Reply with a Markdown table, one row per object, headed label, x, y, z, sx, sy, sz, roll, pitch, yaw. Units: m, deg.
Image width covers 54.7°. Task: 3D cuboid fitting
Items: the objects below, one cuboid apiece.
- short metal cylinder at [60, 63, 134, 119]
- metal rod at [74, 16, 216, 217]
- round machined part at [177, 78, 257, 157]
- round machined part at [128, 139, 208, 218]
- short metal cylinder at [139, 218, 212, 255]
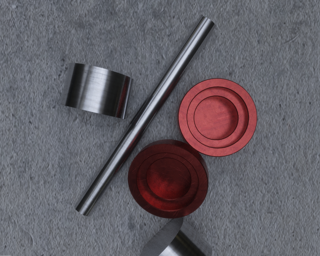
| label | x | y | z | sx | sy | sz | roll | pitch | yaw |
| --- | --- | --- | --- | --- | --- | --- | --- | --- | --- |
| short metal cylinder | -0.077 | -0.044 | 0.381 | 0.080 | 0.080 | 0.050 | 13 | 90 | -1 |
| metal rod | -0.019 | -0.016 | 0.409 | 0.025 | 0.025 | 0.299 | 34 | 90 | -1 |
| round machined part | 0.071 | -0.012 | 0.401 | 0.099 | 0.042 | 0.097 | 0 | 88 | -2 |
| round machined part | 0.012 | 0.061 | 0.393 | 0.098 | 0.042 | 0.097 | 3 | 104 | 10 |
| short metal cylinder | 0.017 | 0.157 | 0.383 | 0.080 | 0.080 | 0.050 | -44 | 91 | 0 |
